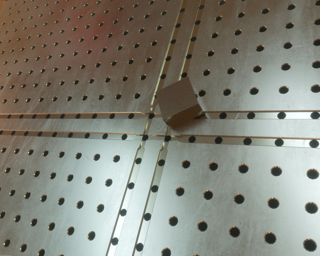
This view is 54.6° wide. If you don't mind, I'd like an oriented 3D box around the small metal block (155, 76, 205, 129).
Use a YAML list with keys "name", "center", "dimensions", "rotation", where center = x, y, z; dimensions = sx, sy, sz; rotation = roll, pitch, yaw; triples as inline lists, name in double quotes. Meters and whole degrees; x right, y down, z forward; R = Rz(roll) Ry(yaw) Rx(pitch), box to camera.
- name: "small metal block"
  center: [0.026, -0.034, 0.416]
  dimensions: [0.050, 0.025, 0.050]
  rotation: [-25, 53, 13]
